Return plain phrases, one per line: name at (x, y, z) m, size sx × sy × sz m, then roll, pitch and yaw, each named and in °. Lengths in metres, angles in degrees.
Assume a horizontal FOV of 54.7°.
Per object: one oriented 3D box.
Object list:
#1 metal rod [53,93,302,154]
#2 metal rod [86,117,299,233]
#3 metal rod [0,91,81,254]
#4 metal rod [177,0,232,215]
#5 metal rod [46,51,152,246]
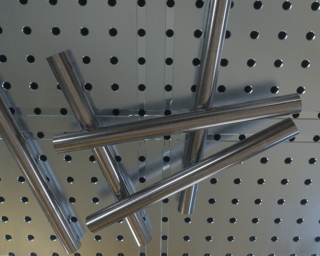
metal rod at (0.019, -0.005, 0.384) m, size 0.302 × 0.025 × 0.025 m, roll -10°, pitch 110°, yaw 3°
metal rod at (0.035, 0.066, 0.410) m, size 0.301 × 0.025 × 0.025 m, roll -28°, pitch 108°, yaw 9°
metal rod at (-0.182, 0.053, 0.430) m, size 0.025 × 0.025 × 0.298 m, roll -18°, pitch 109°, yaw 6°
metal rod at (0.055, -0.018, 0.407) m, size 0.025 × 0.025 × 0.298 m, roll 6°, pitch 110°, yaw -3°
metal rod at (-0.076, 0.041, 0.427) m, size 0.025 × 0.025 × 0.298 m, roll -19°, pitch 109°, yaw 6°
